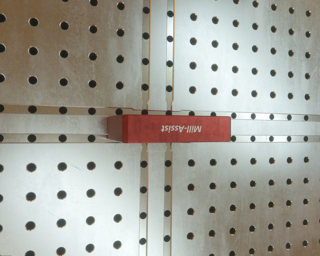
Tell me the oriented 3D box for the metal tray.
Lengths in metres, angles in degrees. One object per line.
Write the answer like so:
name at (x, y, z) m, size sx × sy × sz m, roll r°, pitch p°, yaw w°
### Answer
metal tray at (0.009, 0.001, 0.381) m, size 0.131 × 0.090 × 0.030 m, roll 0°, pitch 90°, yaw -20°
